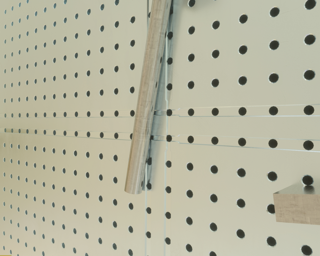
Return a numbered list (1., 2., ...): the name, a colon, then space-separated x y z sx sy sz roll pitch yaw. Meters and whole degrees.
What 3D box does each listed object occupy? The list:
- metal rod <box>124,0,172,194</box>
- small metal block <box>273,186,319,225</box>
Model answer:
1. metal rod: -0.015 -0.056 0.421 0.025 0.025 0.298 15 100 39
2. small metal block: 0.138 0.068 0.280 0.050 0.050 0.025 -9 85 40
